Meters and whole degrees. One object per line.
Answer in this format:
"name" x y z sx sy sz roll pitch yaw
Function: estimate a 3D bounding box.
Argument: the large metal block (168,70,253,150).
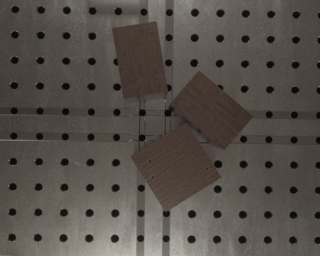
"large metal block" 0.058 -0.020 0.387 0.080 0.080 0.050 40 90 -1

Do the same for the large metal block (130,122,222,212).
"large metal block" 0.020 0.047 0.401 0.080 0.050 0.080 -32 90 0

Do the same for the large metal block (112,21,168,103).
"large metal block" -0.022 -0.076 0.386 0.050 0.080 0.080 -9 90 0
